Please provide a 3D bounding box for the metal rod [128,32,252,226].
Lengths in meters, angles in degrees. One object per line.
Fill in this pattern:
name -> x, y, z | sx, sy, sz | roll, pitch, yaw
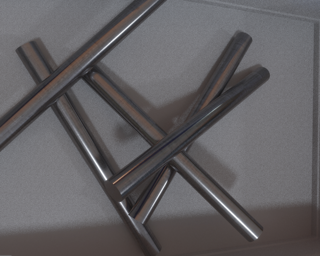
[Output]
metal rod -> 0.049, -0.011, 0.416 | 0.025, 0.025, 0.300 | 37, 73, -17

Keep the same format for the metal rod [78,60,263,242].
metal rod -> 0.007, 0.022, 0.373 | 0.300, 0.025, 0.025 | 44, 75, 1

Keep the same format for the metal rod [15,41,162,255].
metal rod -> -0.081, 0.035, 0.381 | 0.025, 0.025, 0.299 | -33, 101, -17

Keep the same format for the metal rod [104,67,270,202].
metal rod -> 0.055, -0.010, 0.383 | 0.302, 0.025, 0.025 | -35, 102, -36

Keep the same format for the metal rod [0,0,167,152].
metal rod -> -0.094, -0.068, 0.347 | 0.301, 0.025, 0.025 | -46, 105, -12
